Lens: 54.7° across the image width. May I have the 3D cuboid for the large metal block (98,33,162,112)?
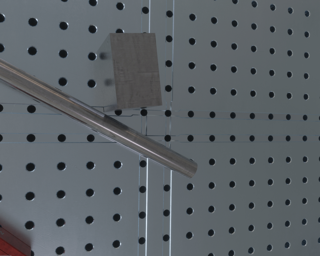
[{"bbox_3d":[-0.039,-0.062,0.369,0.050,0.080,0.079,-7,93,-20],"label":"large metal block"}]

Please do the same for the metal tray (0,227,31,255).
[{"bbox_3d":[-0.219,0.136,0.329,0.130,0.030,0.090,44,76,-15],"label":"metal tray"}]

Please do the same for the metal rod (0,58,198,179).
[{"bbox_3d":[-0.081,-0.010,0.382,0.301,0.025,0.025,29,81,-18],"label":"metal rod"}]
